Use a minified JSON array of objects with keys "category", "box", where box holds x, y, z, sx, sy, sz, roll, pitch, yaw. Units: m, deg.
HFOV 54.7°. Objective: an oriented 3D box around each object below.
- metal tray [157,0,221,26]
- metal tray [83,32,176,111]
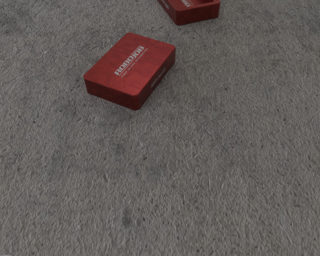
[{"category":"metal tray","box":[0.050,-0.258,0.616,0.091,0.030,0.130,-16,52,-14]},{"category":"metal tray","box":[-0.043,-0.092,0.477,0.090,0.030,0.130,21,53,17]}]
